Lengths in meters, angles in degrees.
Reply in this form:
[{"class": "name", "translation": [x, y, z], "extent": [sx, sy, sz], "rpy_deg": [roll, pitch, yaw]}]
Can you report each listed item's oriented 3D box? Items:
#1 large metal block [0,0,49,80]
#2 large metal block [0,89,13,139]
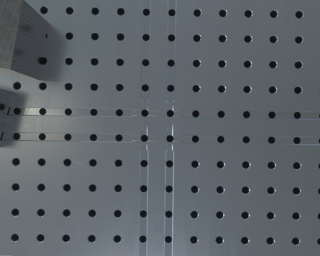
[{"class": "large metal block", "translation": [-0.184, -0.109, 0.385], "extent": [0.050, 0.080, 0.080], "rpy_deg": [10, 90, 0]}, {"class": "large metal block", "translation": [-0.250, -0.022, 0.399], "extent": [0.080, 0.050, 0.080], "rpy_deg": [15, 90, 0]}]
